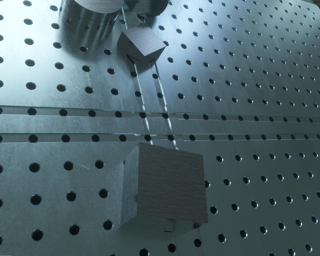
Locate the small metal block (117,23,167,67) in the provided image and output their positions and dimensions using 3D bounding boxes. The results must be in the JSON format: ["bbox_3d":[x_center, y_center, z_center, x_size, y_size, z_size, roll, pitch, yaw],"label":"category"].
[{"bbox_3d":[-0.028,-0.127,0.471,0.050,0.025,0.050,49,51,6],"label":"small metal block"}]

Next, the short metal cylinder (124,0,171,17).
[{"bbox_3d":[-0.017,-0.230,0.504,0.080,0.080,0.050,30,52,-10],"label":"short metal cylinder"}]

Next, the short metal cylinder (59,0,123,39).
[{"bbox_3d":[-0.100,-0.176,0.446,0.081,0.050,0.080,14,56,-21],"label":"short metal cylinder"}]

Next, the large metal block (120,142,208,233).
[{"bbox_3d":[0.004,0.069,0.352,0.081,0.050,0.080,13,56,-21],"label":"large metal block"}]
